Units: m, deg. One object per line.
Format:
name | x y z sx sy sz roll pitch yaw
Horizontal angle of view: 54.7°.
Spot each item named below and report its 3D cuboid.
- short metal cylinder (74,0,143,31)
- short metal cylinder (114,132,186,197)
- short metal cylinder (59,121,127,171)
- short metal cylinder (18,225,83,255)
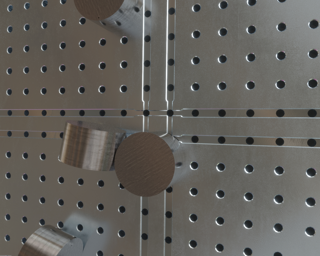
short metal cylinder | -0.070 -0.179 0.424 0.080 0.050 0.079 0 90 20
short metal cylinder | -0.011 0.044 0.403 0.080 0.050 0.079 0 90 20
short metal cylinder | -0.089 0.022 0.415 0.080 0.080 0.050 13 95 19
short metal cylinder | -0.154 0.185 0.438 0.050 0.080 0.080 17 96 19
